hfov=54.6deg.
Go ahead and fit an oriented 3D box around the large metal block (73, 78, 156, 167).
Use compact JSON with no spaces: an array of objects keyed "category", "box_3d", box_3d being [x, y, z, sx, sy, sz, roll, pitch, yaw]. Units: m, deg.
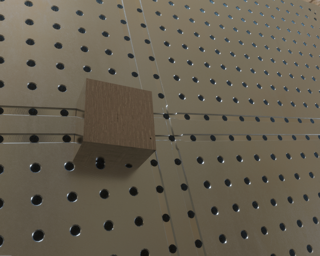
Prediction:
[{"category":"large metal block","box_3d":[-0.054,-0.004,0.365,0.081,0.050,0.080,9,58,-24]}]
